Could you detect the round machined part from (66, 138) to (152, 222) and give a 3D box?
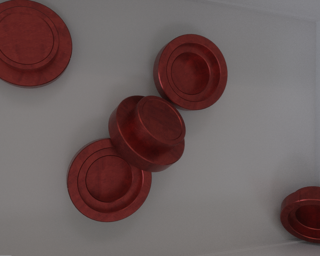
[{"bbox_3d":[-0.063,0.060,0.378,0.099,0.042,0.097,0,90,-20],"label":"round machined part"}]

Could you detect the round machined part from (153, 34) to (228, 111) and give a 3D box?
[{"bbox_3d":[0.037,-0.072,0.415,0.099,0.042,0.097,0,90,-20],"label":"round machined part"}]

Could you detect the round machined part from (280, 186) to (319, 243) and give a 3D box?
[{"bbox_3d":[0.236,0.127,0.469,0.098,0.098,0.042,47,40,-14],"label":"round machined part"}]

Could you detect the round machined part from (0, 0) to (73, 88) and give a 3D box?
[{"bbox_3d":[-0.149,-0.095,0.346,0.099,0.042,0.097,0,90,-20],"label":"round machined part"}]

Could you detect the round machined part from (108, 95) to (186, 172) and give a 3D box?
[{"bbox_3d":[-0.008,0.000,0.372,0.099,0.042,0.098,24,45,-26],"label":"round machined part"}]
